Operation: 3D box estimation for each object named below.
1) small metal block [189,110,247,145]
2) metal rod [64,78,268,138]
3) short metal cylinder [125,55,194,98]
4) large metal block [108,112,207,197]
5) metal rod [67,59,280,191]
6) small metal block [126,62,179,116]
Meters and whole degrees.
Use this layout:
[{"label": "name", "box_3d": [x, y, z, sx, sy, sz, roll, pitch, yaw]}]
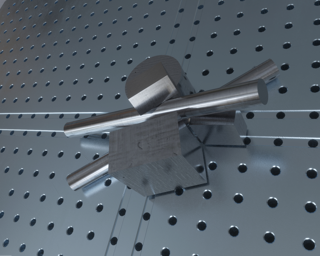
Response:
[{"label": "small metal block", "box_3d": [0.068, -0.003, 0.354, 0.050, 0.050, 0.025, 0, 62, 29]}, {"label": "metal rod", "box_3d": [-0.021, -0.015, 0.379, 0.300, 0.025, 0.025, -9, 57, 39]}, {"label": "short metal cylinder", "box_3d": [0.000, -0.051, 0.419, 0.080, 0.050, 0.080, -13, 55, 20]}, {"label": "large metal block", "box_3d": [-0.001, 0.033, 0.347, 0.080, 0.080, 0.050, -17, 55, 18]}, {"label": "metal rod", "box_3d": [0.011, 0.001, 0.399, 0.300, 0.025, 0.025, -30, 52, 8]}, {"label": "small metal block", "box_3d": [-0.010, -0.047, 0.363, 0.050, 0.025, 0.050, -31, 29, 8]}]
